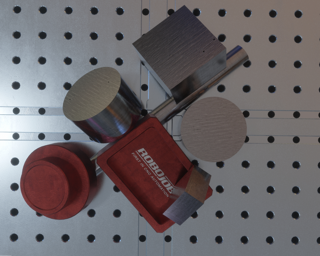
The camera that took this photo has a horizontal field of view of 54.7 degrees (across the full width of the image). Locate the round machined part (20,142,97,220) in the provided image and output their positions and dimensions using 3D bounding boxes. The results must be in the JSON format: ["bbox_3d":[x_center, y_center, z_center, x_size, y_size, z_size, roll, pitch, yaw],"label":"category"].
[{"bbox_3d":[-0.134,0.069,0.391,0.098,0.042,0.097,2,96,15],"label":"round machined part"}]

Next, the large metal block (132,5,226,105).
[{"bbox_3d":[0.026,-0.090,0.389,0.080,0.050,0.080,-37,71,0],"label":"large metal block"}]

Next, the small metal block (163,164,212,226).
[{"bbox_3d":[0.033,0.080,0.372,0.025,0.050,0.050,35,125,-2],"label":"small metal block"}]

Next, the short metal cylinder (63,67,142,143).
[{"bbox_3d":[-0.070,-0.028,0.380,0.080,0.050,0.080,-15,51,20],"label":"short metal cylinder"}]

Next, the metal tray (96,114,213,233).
[{"bbox_3d":[-0.006,0.058,0.396,0.090,0.030,0.130,-38,103,0],"label":"metal tray"}]

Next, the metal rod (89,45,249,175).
[{"bbox_3d":[-0.009,-0.009,0.415,0.300,0.025,0.025,-37,90,0],"label":"metal rod"}]

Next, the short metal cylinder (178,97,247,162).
[{"bbox_3d":[0.065,0.002,0.401,0.081,0.050,0.079,0,90,0],"label":"short metal cylinder"}]
